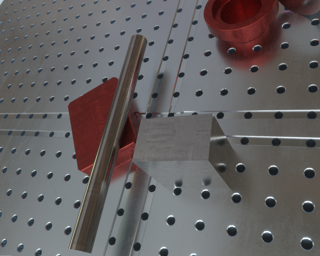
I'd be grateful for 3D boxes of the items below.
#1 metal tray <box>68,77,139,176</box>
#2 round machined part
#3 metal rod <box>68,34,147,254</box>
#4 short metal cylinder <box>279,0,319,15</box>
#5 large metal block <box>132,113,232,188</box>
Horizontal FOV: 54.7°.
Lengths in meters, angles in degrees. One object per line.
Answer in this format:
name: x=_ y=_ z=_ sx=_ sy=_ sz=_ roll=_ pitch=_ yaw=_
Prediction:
metal tray: x=-0.081 y=-0.004 z=0.448 sx=0.090 sy=0.030 sz=0.130 roll=-29 pitch=52 yaw=9
round machined part: x=0.115 y=-0.159 z=0.434 sx=0.098 sy=0.042 sz=0.098 roll=-13 pitch=56 yaw=21
metal rod: x=-0.058 y=0.000 z=0.397 sx=0.025 sy=0.025 sz=0.299 roll=-2 pitch=61 yaw=27
short metal cylinder: x=0.188 y=-0.192 z=0.392 sx=0.050 sy=0.080 sz=0.080 roll=-46 pitch=51 yaw=-4
large metal block: x=0.028 y=0.029 z=0.340 sx=0.080 sy=0.080 sz=0.050 roll=-4 pitch=60 yaw=26
